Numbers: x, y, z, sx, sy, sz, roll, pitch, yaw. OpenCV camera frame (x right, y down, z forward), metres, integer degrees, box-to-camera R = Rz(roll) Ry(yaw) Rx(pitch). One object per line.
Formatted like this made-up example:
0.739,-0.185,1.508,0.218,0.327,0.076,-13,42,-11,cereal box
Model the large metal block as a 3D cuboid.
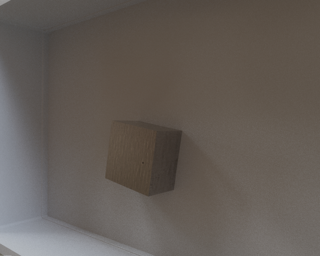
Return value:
-0.023,0.036,0.411,0.080,0.050,0.080,13,98,39,large metal block
